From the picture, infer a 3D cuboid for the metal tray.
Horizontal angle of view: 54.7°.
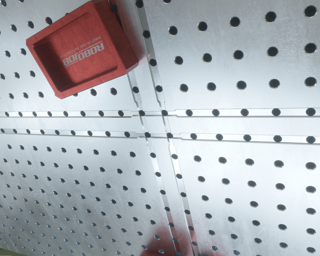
[{"bbox_3d":[-0.103,-0.097,0.400,0.130,0.030,0.090,-14,112,33],"label":"metal tray"}]
